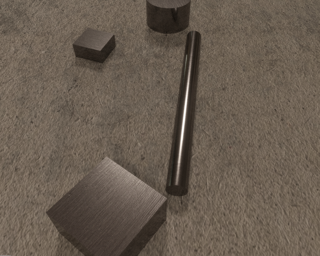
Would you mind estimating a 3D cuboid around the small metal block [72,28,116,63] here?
[{"bbox_3d":[-0.109,-0.138,0.518,0.050,0.025,0.050,16,52,12],"label":"small metal block"}]

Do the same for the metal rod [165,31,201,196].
[{"bbox_3d":[0.039,-0.044,0.440,0.025,0.025,0.300,6,50,5],"label":"metal rod"}]

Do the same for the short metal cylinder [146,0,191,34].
[{"bbox_3d":[0.015,-0.218,0.571,0.081,0.050,0.080,0,50,0],"label":"short metal cylinder"}]

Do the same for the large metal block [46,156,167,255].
[{"bbox_3d":[-0.050,0.089,0.312,0.080,0.050,0.080,31,56,23],"label":"large metal block"}]
